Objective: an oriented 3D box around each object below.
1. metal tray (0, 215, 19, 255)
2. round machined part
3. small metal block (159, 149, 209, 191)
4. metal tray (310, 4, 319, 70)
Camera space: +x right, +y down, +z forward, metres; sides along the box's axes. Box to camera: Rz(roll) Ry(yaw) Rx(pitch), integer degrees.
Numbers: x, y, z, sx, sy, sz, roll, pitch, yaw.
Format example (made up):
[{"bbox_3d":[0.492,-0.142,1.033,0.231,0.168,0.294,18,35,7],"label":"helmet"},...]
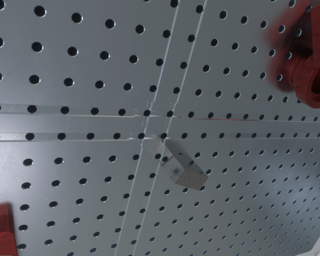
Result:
[{"bbox_3d":[-0.229,0.176,0.392,0.091,0.030,0.129,-7,122,-25],"label":"metal tray"},{"bbox_3d":[0.250,-0.083,0.486,0.099,0.042,0.097,-14,124,-21],"label":"round machined part"},{"bbox_3d":[0.034,0.061,0.452,0.050,0.050,0.025,24,106,-37],"label":"small metal block"},{"bbox_3d":[0.278,-0.129,0.452,0.131,0.030,0.089,-1,87,-28],"label":"metal tray"}]
